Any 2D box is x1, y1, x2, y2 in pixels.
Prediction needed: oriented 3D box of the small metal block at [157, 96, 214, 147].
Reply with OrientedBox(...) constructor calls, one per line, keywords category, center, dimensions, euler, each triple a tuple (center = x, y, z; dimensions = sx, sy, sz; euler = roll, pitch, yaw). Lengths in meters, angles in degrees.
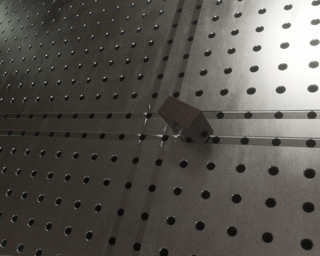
OrientedBox(category="small metal block", center=(0.032, -0.008, 0.380), dimensions=(0.050, 0.050, 0.025), euler=(30, 78, 37))
